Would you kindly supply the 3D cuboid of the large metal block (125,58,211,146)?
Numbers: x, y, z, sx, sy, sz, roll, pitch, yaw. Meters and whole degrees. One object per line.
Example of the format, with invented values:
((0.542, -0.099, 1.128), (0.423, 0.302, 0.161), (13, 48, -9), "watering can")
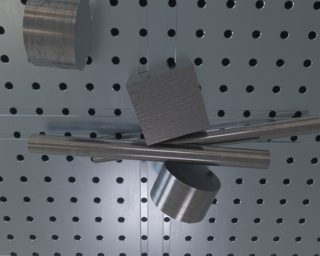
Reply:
((0.011, -0.034, 0.388), (0.080, 0.050, 0.080), (-17, 109, 6), "large metal block")

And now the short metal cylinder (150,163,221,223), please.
((0.034, 0.080, 0.414), (0.080, 0.080, 0.050), (20, 109, -8), "short metal cylinder")

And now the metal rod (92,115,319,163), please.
((0.059, 0.015, 0.419), (0.302, 0.025, 0.025), (-8, 110, 2), "metal rod")

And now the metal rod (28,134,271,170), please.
((-0.014, 0.030, 0.396), (0.302, 0.025, 0.025), (4, 110, 0), "metal rod")

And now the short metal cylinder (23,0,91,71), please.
((-0.110, -0.106, 0.344), (0.050, 0.080, 0.079), (6, 110, -2), "short metal cylinder")
